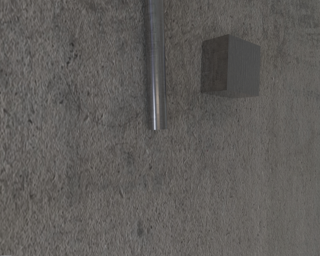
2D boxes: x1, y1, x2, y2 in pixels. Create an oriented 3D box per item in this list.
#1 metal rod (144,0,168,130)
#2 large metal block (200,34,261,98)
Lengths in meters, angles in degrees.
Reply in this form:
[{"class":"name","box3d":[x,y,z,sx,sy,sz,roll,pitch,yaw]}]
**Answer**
[{"class":"metal rod","box3d":[-0.007,-0.147,0.397,0.025,0.025,0.298,-3,92,-40]},{"class":"large metal block","box3d":[0.110,-0.091,0.480,0.081,0.050,0.080,4,88,-40]}]
